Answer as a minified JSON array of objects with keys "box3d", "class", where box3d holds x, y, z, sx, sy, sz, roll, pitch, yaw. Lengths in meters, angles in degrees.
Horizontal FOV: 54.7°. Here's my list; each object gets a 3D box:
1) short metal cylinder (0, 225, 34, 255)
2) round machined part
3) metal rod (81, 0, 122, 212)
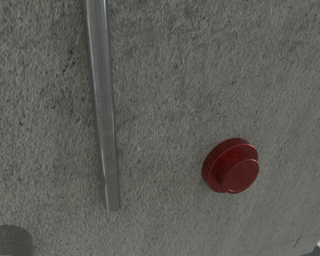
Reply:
[{"box3d":[-0.200,0.169,0.386,0.081,0.050,0.079,-14,124,-21],"class":"short metal cylinder"},{"box3d":[0.121,0.068,0.504,0.099,0.042,0.097,-14,124,-21],"class":"round machined part"},{"box3d":[-0.065,-0.018,0.360,0.025,0.025,0.298,-13,124,-22],"class":"metal rod"}]
